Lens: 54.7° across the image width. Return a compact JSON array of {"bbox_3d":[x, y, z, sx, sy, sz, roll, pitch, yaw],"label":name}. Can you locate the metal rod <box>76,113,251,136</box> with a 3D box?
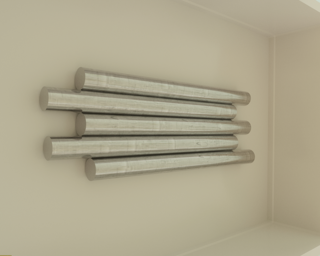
[{"bbox_3d":[0.030,-0.002,0.432,0.302,0.025,0.025,1,90,-40],"label":"metal rod"}]

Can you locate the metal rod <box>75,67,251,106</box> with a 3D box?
[{"bbox_3d":[0.029,-0.052,0.431,0.302,0.025,0.025,1,90,-40],"label":"metal rod"}]

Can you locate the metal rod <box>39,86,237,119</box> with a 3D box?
[{"bbox_3d":[0.000,-0.027,0.406,0.302,0.025,0.025,1,90,-40],"label":"metal rod"}]

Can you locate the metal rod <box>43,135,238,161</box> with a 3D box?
[{"bbox_3d":[0.002,0.022,0.409,0.302,0.025,0.025,1,90,-40],"label":"metal rod"}]

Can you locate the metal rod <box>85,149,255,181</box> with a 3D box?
[{"bbox_3d":[0.039,0.048,0.440,0.302,0.025,0.025,1,90,-40],"label":"metal rod"}]
